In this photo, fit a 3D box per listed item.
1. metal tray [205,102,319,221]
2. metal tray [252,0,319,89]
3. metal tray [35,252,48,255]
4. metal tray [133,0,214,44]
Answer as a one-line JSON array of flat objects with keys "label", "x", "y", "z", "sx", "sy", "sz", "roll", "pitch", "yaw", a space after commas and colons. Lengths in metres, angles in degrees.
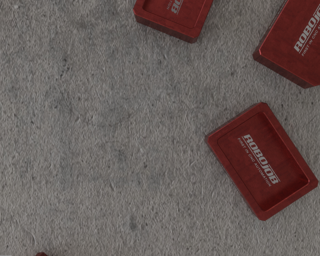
[{"label": "metal tray", "x": 0.131, "y": 0.043, "z": 0.408, "sx": 0.090, "sy": 0.030, "sz": 0.130, "roll": -34, "pitch": 90, "yaw": 0}, {"label": "metal tray", "x": 0.196, "y": -0.129, "z": 0.409, "sx": 0.090, "sy": 0.030, "sz": 0.130, "roll": 30, "pitch": 90, "yaw": 0}, {"label": "metal tray", "x": -0.140, "y": 0.241, "z": 0.406, "sx": 0.130, "sy": 0.030, "sz": 0.090, "roll": 39, "pitch": 90, "yaw": 0}, {"label": "metal tray", "x": 0.030, "y": -0.189, "z": 0.407, "sx": 0.090, "sy": 0.030, "sz": 0.129, "roll": 22, "pitch": 90, "yaw": 0}]
